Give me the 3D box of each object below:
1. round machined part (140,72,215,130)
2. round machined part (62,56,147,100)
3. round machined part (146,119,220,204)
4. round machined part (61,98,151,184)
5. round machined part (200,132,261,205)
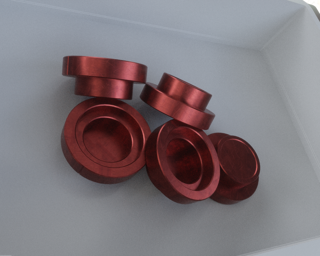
[{"bbox_3d":[0.027,-0.038,0.397,0.098,0.042,0.098,25,11,-5],"label":"round machined part"},{"bbox_3d":[-0.066,-0.057,0.370,0.099,0.098,0.042,2,96,-27],"label":"round machined part"},{"bbox_3d":[0.022,0.041,0.366,0.099,0.042,0.098,21,55,-34],"label":"round machined part"},{"bbox_3d":[-0.061,0.017,0.349,0.099,0.042,0.098,14,56,-21],"label":"round machined part"},{"bbox_3d":[0.094,0.049,0.415,0.099,0.042,0.098,14,56,-21],"label":"round machined part"}]
